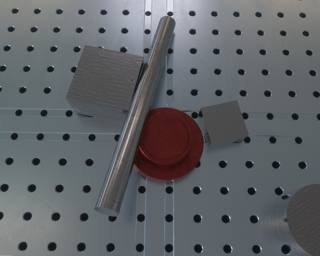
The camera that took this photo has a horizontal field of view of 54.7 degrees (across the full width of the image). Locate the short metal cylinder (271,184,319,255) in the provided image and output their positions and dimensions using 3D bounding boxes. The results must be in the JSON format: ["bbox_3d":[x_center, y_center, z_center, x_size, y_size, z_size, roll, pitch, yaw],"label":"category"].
[{"bbox_3d":[0.179,0.109,0.360,0.081,0.050,0.080,0,70,0],"label":"short metal cylinder"}]

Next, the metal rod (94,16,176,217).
[{"bbox_3d":[-0.021,-0.038,0.390,0.025,0.025,0.300,12,57,4],"label":"metal rod"}]

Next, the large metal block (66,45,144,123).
[{"bbox_3d":[-0.069,-0.057,0.419,0.080,0.050,0.080,12,70,4],"label":"large metal block"}]

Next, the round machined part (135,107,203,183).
[{"bbox_3d":[0.007,0.018,0.396,0.099,0.042,0.098,0,70,0],"label":"round machined part"}]

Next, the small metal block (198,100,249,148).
[{"bbox_3d":[0.084,-0.005,0.414,0.050,0.025,0.050,-12,71,-5],"label":"small metal block"}]
